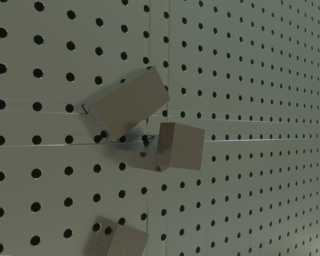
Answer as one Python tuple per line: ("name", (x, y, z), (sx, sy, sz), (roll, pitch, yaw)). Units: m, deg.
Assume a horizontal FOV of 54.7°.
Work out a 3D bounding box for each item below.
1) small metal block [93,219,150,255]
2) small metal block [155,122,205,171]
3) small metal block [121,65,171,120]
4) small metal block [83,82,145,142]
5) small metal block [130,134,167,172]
("small metal block", (-0.047, 0.143, 0.372), (0.050, 0.025, 0.050), (32, 70, -36))
("small metal block", (0.025, 0.022, 0.367), (0.050, 0.025, 0.050), (13, 81, -39))
("small metal block", (-0.020, -0.044, 0.394), (0.050, 0.025, 0.050), (-41, 115, -33))
("small metal block", (-0.053, -0.019, 0.366), (0.050, 0.025, 0.050), (-41, 115, -32))
("small metal block", (0.000, 0.031, 0.395), (0.050, 0.050, 0.025), (-31, 109, -36))
